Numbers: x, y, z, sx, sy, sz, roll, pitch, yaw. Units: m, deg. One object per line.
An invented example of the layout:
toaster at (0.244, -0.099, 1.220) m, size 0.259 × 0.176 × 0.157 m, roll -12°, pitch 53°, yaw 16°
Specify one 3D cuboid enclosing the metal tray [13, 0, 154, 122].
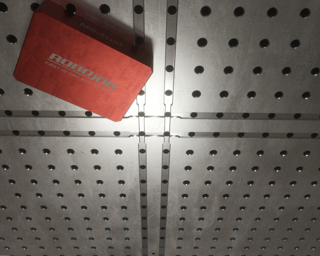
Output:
metal tray at (-0.084, -0.068, 0.349) m, size 0.131 × 0.030 × 0.089 m, roll 24°, pitch 126°, yaw -20°
